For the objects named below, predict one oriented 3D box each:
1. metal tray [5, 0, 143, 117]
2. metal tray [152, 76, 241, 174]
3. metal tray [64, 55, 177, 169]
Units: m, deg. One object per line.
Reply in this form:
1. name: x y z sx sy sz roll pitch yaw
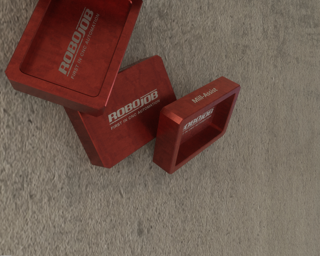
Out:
1. metal tray: -0.079 -0.086 0.305 0.091 0.030 0.130 19 73 -10
2. metal tray: 0.050 -0.006 0.409 0.131 0.030 0.089 -30 143 -39
3. metal tray: -0.038 -0.023 0.369 0.131 0.030 0.090 -34 111 -35
